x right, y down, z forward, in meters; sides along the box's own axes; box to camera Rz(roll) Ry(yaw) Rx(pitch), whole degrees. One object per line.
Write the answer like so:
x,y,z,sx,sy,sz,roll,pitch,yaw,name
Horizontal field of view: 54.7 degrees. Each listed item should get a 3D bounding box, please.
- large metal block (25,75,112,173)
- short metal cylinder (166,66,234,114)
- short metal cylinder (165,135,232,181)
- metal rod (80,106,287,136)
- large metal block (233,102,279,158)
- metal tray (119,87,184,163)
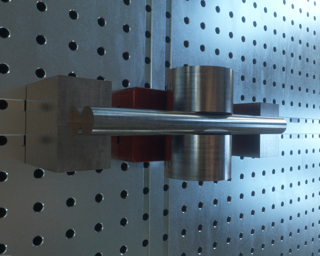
-0.089,-0.003,0.297,0.050,0.080,0.080,1,90,-40,large metal block
0.048,-0.043,0.374,0.081,0.080,0.050,1,90,-40,short metal cylinder
0.046,0.032,0.372,0.081,0.080,0.050,1,90,-40,short metal cylinder
0.056,-0.005,0.351,0.302,0.025,0.025,1,90,-40,metal rod
0.136,0.003,0.485,0.050,0.080,0.080,1,90,-40,large metal block
0.009,-0.003,0.413,0.131,0.030,0.089,2,89,-40,metal tray
